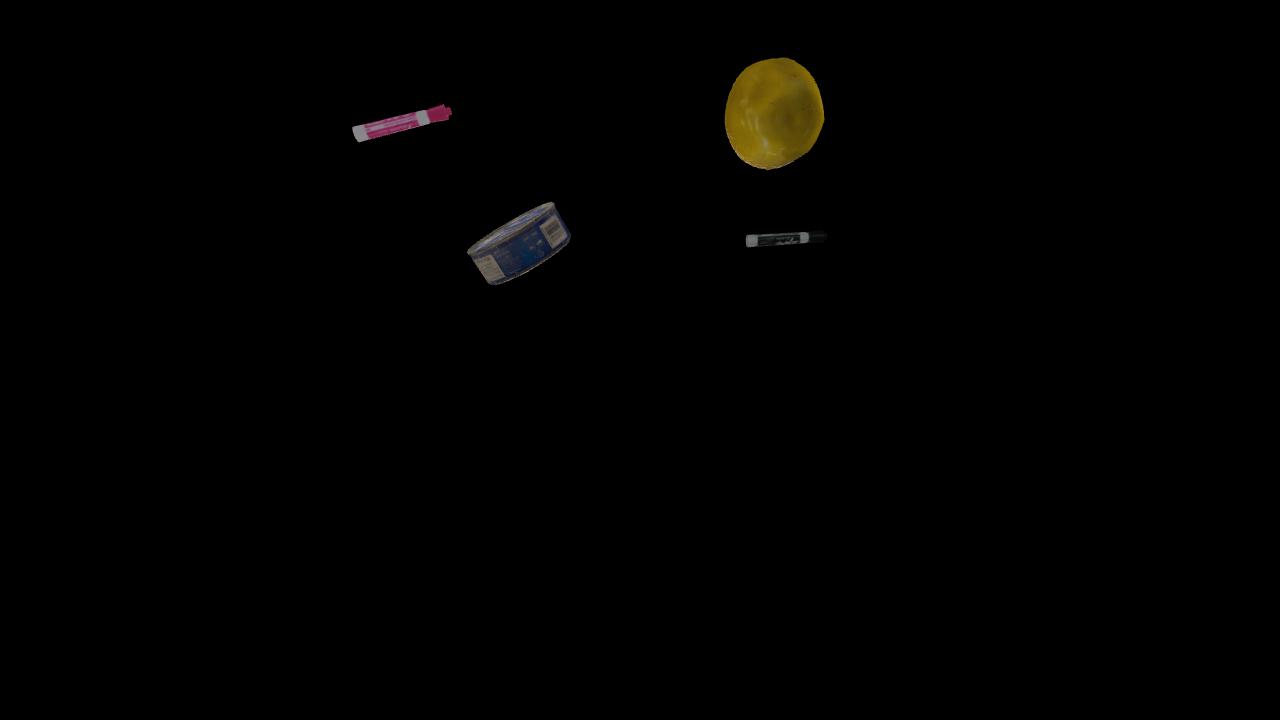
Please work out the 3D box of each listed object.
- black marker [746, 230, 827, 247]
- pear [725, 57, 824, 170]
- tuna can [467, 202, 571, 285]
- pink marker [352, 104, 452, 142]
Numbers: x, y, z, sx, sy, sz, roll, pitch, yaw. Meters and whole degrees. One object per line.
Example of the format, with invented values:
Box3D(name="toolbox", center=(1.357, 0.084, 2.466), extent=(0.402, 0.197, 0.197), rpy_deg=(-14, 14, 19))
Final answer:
Box3D(name="black marker", center=(0.222, -0.184, 0.932), extent=(0.121, 0.020, 0.020), rpy_deg=(-4, 0, 0))
Box3D(name="pear", center=(0.097, -0.197, 0.494), extent=(0.080, 0.080, 0.111), rpy_deg=(0, 23, -10))
Box3D(name="tuna can", center=(-0.101, -0.099, 0.521), extent=(0.084, 0.034, 0.084), rpy_deg=(-25, 23, 12))
Box3D(name="pink marker", center=(-0.295, -0.296, 0.768), extent=(0.121, 0.020, 0.020), rpy_deg=(-16, 1, -4))
